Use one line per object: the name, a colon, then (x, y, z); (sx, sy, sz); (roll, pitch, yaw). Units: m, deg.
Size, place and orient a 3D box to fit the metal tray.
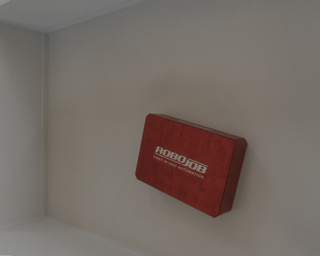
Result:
metal tray: (0.032, 0.040, 0.378); (0.130, 0.030, 0.089); (19, 102, 38)
